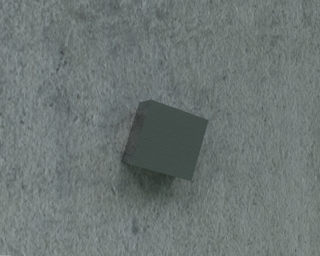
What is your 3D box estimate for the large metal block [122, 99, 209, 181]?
[{"bbox_3d":[0.006,0.016,0.398,0.080,0.050,0.080,18,84,-19],"label":"large metal block"}]
